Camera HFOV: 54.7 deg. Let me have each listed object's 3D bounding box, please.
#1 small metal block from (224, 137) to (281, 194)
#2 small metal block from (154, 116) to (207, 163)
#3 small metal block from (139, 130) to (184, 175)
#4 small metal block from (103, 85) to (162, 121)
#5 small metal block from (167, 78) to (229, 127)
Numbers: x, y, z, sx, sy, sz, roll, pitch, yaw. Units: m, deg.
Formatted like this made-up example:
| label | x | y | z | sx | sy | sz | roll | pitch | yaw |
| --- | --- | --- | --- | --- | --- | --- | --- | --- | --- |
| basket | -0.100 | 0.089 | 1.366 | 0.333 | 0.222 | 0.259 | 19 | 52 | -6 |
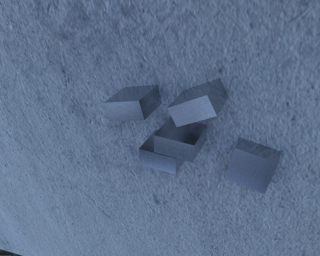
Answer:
| label | x | y | z | sx | sy | sz | roll | pitch | yaw |
| --- | --- | --- | --- | --- | --- | --- | --- | --- | --- |
| small metal block | 0.112 | 0.046 | 0.376 | 0.050 | 0.025 | 0.050 | 20 | 126 | 16 |
| small metal block | 0.026 | 0.013 | 0.384 | 0.050 | 0.050 | 0.025 | 14 | 124 | 20 |
| small metal block | 0.007 | 0.030 | 0.404 | 0.050 | 0.050 | 0.025 | 13 | 124 | 20 |
| small metal block | -0.033 | -0.032 | 0.387 | 0.050 | 0.050 | 0.025 | 0 | 118 | 28 |
| small metal block | 0.044 | -0.029 | 0.349 | 0.050 | 0.050 | 0.025 | -16 | 110 | 34 |
